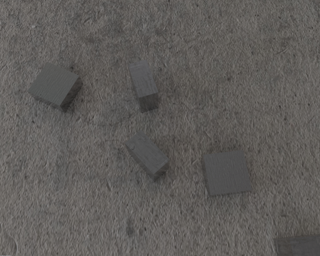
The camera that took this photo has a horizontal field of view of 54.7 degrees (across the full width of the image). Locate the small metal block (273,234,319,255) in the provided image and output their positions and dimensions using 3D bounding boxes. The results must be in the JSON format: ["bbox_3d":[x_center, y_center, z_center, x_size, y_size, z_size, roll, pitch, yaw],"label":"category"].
[{"bbox_3d":[0.163,0.134,0.347,0.050,0.050,0.025,-5,70,-2],"label":"small metal block"}]

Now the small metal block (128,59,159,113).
[{"bbox_3d":[-0.022,-0.055,0.415,0.025,0.050,0.050,-17,71,-6],"label":"small metal block"}]

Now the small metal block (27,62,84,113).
[{"bbox_3d":[-0.143,-0.056,0.427,0.050,0.025,0.050,24,72,8],"label":"small metal block"}]

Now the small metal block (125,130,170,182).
[{"bbox_3d":[-0.015,0.035,0.382,0.025,0.050,0.050,-41,75,-13],"label":"small metal block"}]

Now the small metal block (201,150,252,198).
[{"bbox_3d":[0.082,0.058,0.387,0.050,0.025,0.050,-7,70,-3],"label":"small metal block"}]
